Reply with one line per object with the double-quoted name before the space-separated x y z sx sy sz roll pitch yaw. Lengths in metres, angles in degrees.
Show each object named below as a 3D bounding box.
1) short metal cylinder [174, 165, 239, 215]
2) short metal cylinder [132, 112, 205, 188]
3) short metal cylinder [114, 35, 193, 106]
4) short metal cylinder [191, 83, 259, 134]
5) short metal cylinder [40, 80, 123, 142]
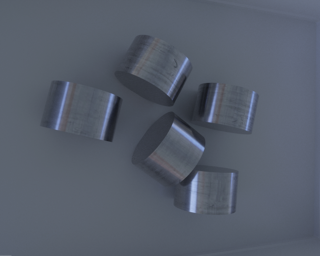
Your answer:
"short metal cylinder" 0.060 0.077 0.403 0.081 0.080 0.050 5 89 -20
"short metal cylinder" 0.010 0.026 0.385 0.050 0.080 0.080 39 78 -16
"short metal cylinder" -0.008 -0.068 0.378 0.080 0.080 0.050 31 80 -18
"short metal cylinder" 0.086 -0.024 0.413 0.081 0.080 0.050 14 86 -20
"short metal cylinder" -0.087 -0.017 0.349 0.081 0.080 0.050 14 85 -20
